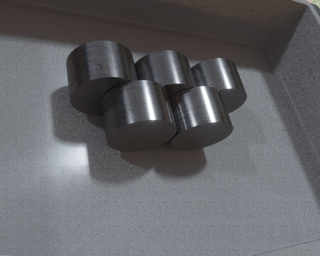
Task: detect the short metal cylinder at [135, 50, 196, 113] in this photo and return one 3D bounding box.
[{"bbox_3d":[0.005,-0.055,0.404,0.081,0.080,0.050,1,62,-28],"label":"short metal cylinder"}]

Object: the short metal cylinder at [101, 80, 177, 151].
[{"bbox_3d":[-0.025,-0.012,0.362,0.081,0.080,0.050,1,62,-28],"label":"short metal cylinder"}]

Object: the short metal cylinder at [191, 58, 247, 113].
[{"bbox_3d":[0.077,-0.054,0.442,0.081,0.080,0.050,2,61,-28],"label":"short metal cylinder"}]

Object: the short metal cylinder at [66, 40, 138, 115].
[{"bbox_3d":[-0.067,-0.057,0.367,0.081,0.080,0.050,1,62,-28],"label":"short metal cylinder"}]

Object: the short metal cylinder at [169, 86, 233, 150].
[{"bbox_3d":[0.048,-0.010,0.400,0.081,0.080,0.050,1,62,-28],"label":"short metal cylinder"}]
